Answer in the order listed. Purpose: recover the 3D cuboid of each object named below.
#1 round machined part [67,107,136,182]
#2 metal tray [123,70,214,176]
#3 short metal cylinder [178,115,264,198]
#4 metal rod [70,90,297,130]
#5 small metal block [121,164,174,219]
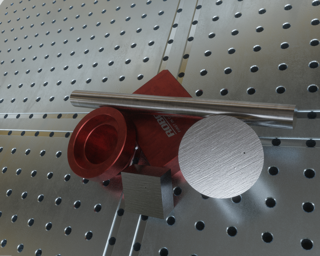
[{"bbox_3d":[-0.072,0.024,0.412,0.098,0.042,0.098,-14,61,27],"label":"round machined part"},{"bbox_3d":[0.007,-0.010,0.407,0.090,0.030,0.130,-37,51,3],"label":"metal tray"},{"bbox_3d":[0.062,0.030,0.320,0.080,0.050,0.080,-2,81,11],"label":"short metal cylinder"},{"bbox_3d":[0.005,-0.027,0.381,0.300,0.025,0.025,7,65,31],"label":"metal rod"},{"bbox_3d":[-0.014,0.071,0.353,0.050,0.025,0.050,3,106,28],"label":"small metal block"}]
